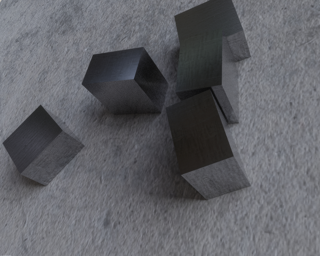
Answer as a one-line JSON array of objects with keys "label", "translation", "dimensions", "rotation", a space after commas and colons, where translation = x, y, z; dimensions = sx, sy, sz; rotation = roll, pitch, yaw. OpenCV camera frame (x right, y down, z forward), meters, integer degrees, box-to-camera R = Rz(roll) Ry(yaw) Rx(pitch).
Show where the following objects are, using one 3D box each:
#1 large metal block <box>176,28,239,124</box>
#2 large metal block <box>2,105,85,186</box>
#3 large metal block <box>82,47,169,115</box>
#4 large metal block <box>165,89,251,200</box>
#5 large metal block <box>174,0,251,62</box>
[{"label": "large metal block", "translation": [0.060, -0.057, 0.371], "dimensions": [0.050, 0.080, 0.080], "rotation": [-7, 59, 24]}, {"label": "large metal block", "translation": [-0.174, 0.025, 0.461], "dimensions": [0.080, 0.050, 0.080], "rotation": [-47, 52, -5]}, {"label": "large metal block", "translation": [-0.045, -0.061, 0.428], "dimensions": [0.080, 0.080, 0.050], "rotation": [-1, 62, 27]}, {"label": "large metal block", "translation": [0.051, 0.020, 0.328], "dimensions": [0.050, 0.080, 0.080], "rotation": [-22, 54, 15]}, {"label": "large metal block", "translation": [0.071, -0.128, 0.428], "dimensions": [0.080, 0.050, 0.080], "rotation": [-19, 55, 17]}]
